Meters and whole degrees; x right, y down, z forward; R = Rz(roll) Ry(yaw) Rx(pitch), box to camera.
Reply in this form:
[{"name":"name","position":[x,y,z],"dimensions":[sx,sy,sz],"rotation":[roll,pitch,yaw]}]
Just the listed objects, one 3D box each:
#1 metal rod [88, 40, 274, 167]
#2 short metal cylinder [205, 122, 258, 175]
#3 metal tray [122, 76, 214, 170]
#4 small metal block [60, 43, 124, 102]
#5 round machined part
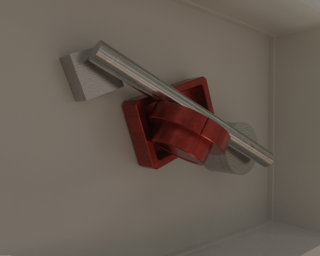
[{"name":"metal rod","position":[0.048,-0.016,0.393],"dimensions":[0.301,0.025,0.025],"rotation":[29,72,-30]},{"name":"short metal cylinder","position":[0.108,0.031,0.482],"dimensions":[0.081,0.050,0.079],"rotation":[0,90,-40]},{"name":"metal tray","position":[0.019,-0.011,0.419],"dimensions":[0.131,0.030,0.089],"rotation":[-25,106,-38]},{"name":"small metal block","position":[-0.074,-0.061,0.343],"dimensions":[0.050,0.025,0.050],"rotation":[-28,108,-37]},{"name":"round machined part","position":[0.029,0.011,0.367],"dimensions":[0.098,0.098,0.042],"rotation":[34,77,-35]}]
